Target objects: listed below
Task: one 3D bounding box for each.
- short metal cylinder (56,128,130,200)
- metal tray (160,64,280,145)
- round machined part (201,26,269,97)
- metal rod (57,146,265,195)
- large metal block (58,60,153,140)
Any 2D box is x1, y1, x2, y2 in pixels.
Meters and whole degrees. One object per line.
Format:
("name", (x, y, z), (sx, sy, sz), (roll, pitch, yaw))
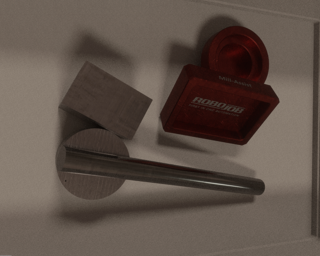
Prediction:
("short metal cylinder", (-0.081, 0.040, 0.368), (0.081, 0.050, 0.079), (0, 90, -20))
("metal tray", (0.077, -0.026, 0.408), (0.131, 0.030, 0.089), (10, 131, -20))
("round machined part", (0.101, -0.091, 0.440), (0.099, 0.042, 0.097), (0, 90, -21))
("metal rod", (0.026, 0.060, 0.385), (0.302, 0.025, 0.025), (14, 85, -34))
("large metal block", (-0.066, -0.028, 0.357), (0.080, 0.080, 0.050), (30, 80, -18))
